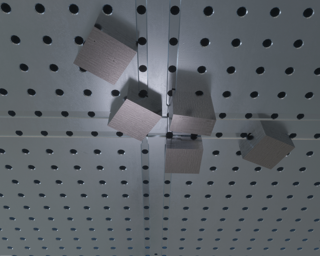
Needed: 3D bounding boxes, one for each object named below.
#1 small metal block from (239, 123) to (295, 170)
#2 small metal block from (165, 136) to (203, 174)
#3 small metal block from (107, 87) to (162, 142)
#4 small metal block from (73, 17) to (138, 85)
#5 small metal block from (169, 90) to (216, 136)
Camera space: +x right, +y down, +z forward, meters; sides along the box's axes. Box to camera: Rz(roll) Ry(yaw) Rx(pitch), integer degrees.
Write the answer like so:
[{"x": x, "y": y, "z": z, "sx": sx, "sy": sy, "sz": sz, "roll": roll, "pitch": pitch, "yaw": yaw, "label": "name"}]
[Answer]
[{"x": 0.149, "y": 0.027, "z": 0.435, "sx": 0.050, "sy": 0.025, "sz": 0.050, "roll": 21, "pitch": 127, "yaw": -17, "label": "small metal block"}, {"x": 0.033, "y": 0.039, "z": 0.445, "sx": 0.050, "sy": 0.025, "sz": 0.050, "roll": 1, "pitch": 130, "yaw": -2, "label": "small metal block"}, {"x": -0.032, "y": -0.016, "z": 0.397, "sx": 0.050, "sy": 0.025, "sz": 0.050, "roll": 26, "pitch": 125, "yaw": -21, "label": "small metal block"}, {"x": -0.059, "y": -0.083, "z": 0.340, "sx": 0.050, "sy": 0.025, "sz": 0.050, "roll": 27, "pitch": 125, "yaw": -22, "label": "small metal block"}, {"x": 0.038, "y": -0.019, "z": 0.379, "sx": 0.050, "sy": 0.050, "sz": 0.025, "roll": 8, "pitch": 130, "yaw": -7, "label": "small metal block"}]
